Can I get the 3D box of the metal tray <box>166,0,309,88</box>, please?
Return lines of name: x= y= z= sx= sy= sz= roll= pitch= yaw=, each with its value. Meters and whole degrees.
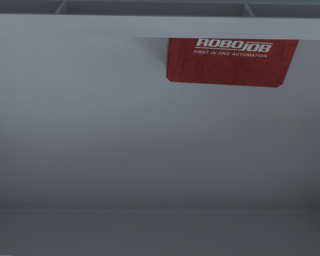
metal tray: x=0.075 y=-0.091 z=0.328 sx=0.131 sy=0.030 sz=0.089 roll=3 pitch=130 yaw=-3
